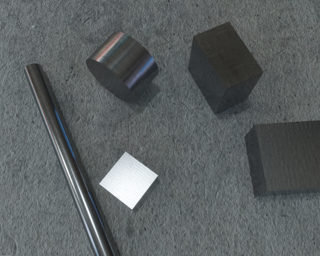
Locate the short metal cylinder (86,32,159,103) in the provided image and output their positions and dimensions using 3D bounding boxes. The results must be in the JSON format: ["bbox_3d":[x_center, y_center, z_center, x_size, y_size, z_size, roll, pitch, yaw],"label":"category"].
[{"bbox_3d":[-0.049,-0.078,0.407,0.080,0.080,0.050,35,74,12],"label":"short metal cylinder"}]

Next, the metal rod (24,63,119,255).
[{"bbox_3d":[-0.114,0.044,0.391,0.025,0.025,0.299,-25,72,-9],"label":"metal rod"}]

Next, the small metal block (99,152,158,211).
[{"bbox_3d":[-0.038,0.066,0.384,0.050,0.025,0.050,35,74,12],"label":"small metal block"}]

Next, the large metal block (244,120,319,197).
[{"bbox_3d":[0.157,0.039,0.382,0.081,0.050,0.080,-4,70,-2],"label":"large metal block"}]

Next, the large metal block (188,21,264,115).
[{"bbox_3d":[0.081,-0.076,0.407,0.050,0.080,0.080,-25,72,-9],"label":"large metal block"}]
